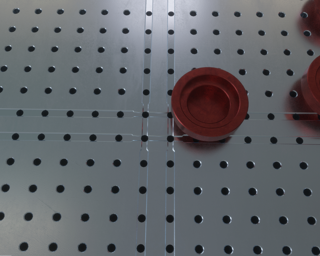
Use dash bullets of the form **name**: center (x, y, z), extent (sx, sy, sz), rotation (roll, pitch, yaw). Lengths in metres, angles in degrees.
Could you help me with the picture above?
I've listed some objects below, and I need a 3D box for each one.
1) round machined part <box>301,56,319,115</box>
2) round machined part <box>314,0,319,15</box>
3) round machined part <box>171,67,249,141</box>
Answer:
- **round machined part**: center (0.242, -0.052, 0.423), extent (0.099, 0.042, 0.098), rotation (0, 70, 0)
- **round machined part**: center (0.285, -0.199, 0.477), extent (0.099, 0.042, 0.098), rotation (0, 70, 0)
- **round machined part**: center (0.064, -0.028, 0.414), extent (0.099, 0.042, 0.098), rotation (0, 70, 0)
